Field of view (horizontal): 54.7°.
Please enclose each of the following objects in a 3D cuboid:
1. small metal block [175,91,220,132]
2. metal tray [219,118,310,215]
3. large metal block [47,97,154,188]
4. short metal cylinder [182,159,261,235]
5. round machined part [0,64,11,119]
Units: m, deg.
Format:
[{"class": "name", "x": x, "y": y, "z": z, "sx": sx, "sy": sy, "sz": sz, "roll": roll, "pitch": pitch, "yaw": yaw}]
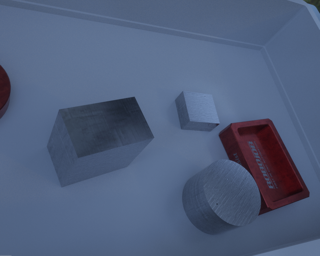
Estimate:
[{"class": "small metal block", "x": 0.054, "y": -0.024, "z": 0.451, "sx": 0.050, "sy": 0.025, "sz": 0.050, "roll": 4, "pitch": 60, "yaw": -27}, {"class": "metal tray", "x": 0.152, "y": 0.052, "z": 0.454, "sx": 0.091, "sy": 0.030, "sz": 0.130, "roll": -7, "pitch": 65, "yaw": -32}, {"class": "large metal block", "x": -0.065, "y": 0.015, "z": 0.327, "sx": 0.081, "sy": 0.080, "sz": 0.050, "roll": -14, "pitch": 69, "yaw": -34}, {"class": "short metal cylinder", "x": 0.075, "y": 0.085, "z": 0.380, "sx": 0.081, "sy": 0.050, "sz": 0.080, "roll": 14, "pitch": 56, "yaw": -21}, {"class": "round machined part", "x": -0.205, "y": -0.045, "z": 0.312, "sx": 0.099, "sy": 0.042, "sz": 0.098, "roll": 14, "pitch": 56, "yaw": -21}]
